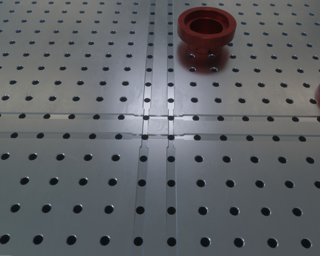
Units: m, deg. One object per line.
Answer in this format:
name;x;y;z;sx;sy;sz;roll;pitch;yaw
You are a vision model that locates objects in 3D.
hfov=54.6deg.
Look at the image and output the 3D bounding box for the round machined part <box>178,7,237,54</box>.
round machined part;0.079;-0.166;0.536;0.099;0.042;0.098;0;50;0
